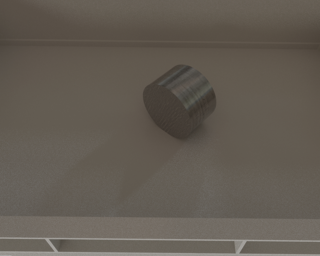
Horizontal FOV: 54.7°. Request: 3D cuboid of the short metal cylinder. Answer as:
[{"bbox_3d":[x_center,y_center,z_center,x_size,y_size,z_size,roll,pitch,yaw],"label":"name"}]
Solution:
[{"bbox_3d":[0.024,-0.034,0.398,0.080,0.080,0.050,35,58,25],"label":"short metal cylinder"}]
